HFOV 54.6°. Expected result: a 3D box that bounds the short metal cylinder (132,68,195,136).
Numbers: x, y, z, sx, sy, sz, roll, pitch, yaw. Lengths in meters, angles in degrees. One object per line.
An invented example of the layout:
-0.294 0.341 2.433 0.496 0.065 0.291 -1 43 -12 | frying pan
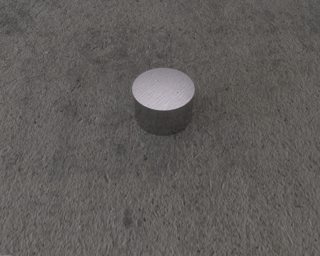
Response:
0.005 -0.036 0.417 0.080 0.050 0.080 0 50 0 | short metal cylinder
